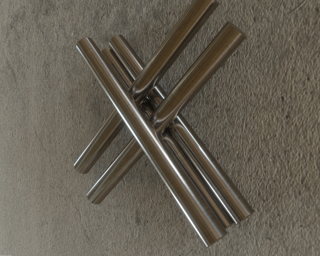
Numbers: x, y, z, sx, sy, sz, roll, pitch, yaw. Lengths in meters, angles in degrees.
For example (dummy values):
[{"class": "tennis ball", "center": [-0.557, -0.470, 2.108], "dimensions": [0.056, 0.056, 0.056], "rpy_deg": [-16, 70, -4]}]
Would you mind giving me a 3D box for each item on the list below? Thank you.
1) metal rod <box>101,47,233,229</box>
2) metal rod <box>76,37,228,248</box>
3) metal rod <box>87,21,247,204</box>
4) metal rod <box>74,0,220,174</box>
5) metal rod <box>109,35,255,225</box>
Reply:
[{"class": "metal rod", "center": [-0.002, -0.001, 0.406], "dimensions": [0.025, 0.025, 0.299], "rpy_deg": [-49, 61, 28]}, {"class": "metal rod", "center": [-0.024, -0.003, 0.359], "dimensions": [0.025, 0.025, 0.299], "rpy_deg": [-50, 61, 28]}, {"class": "metal rod", "center": [-0.009, 0.001, 0.379], "dimensions": [0.299, 0.025, 0.025], "rpy_deg": [-49, 61, 28]}, {"class": "metal rod", "center": [-0.032, -0.040, 0.398], "dimensions": [0.299, 0.025, 0.025], "rpy_deg": [-49, 61, 28]}, {"class": "metal rod", "center": [0.014, -0.015, 0.393], "dimensions": [0.025, 0.025, 0.299], "rpy_deg": [-49, 61, 28]}]
